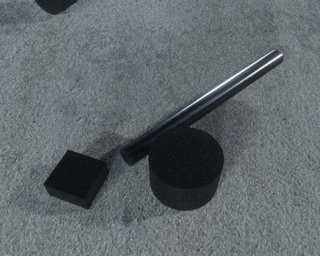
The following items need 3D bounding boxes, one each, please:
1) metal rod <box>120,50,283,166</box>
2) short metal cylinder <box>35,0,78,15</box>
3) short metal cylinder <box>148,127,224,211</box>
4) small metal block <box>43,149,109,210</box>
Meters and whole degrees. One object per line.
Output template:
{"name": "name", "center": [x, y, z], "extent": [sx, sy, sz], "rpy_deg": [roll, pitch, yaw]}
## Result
{"name": "metal rod", "center": [0.073, -0.039, 0.436], "extent": [0.302, 0.025, 0.025], "rpy_deg": [-33, 58, -25]}
{"name": "short metal cylinder", "center": [-0.201, -0.265, 0.588], "extent": [0.080, 0.080, 0.050], "rpy_deg": [24, 54, 19]}
{"name": "short metal cylinder", "center": [0.028, 0.045, 0.349], "extent": [0.081, 0.050, 0.080], "rpy_deg": [0, 50, 0]}
{"name": "small metal block", "center": [-0.094, 0.058, 0.354], "extent": [0.050, 0.025, 0.050], "rpy_deg": [16, 52, 13]}
